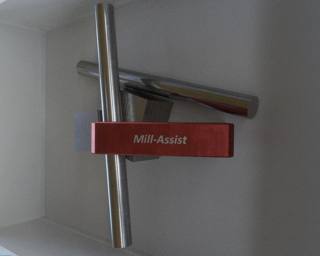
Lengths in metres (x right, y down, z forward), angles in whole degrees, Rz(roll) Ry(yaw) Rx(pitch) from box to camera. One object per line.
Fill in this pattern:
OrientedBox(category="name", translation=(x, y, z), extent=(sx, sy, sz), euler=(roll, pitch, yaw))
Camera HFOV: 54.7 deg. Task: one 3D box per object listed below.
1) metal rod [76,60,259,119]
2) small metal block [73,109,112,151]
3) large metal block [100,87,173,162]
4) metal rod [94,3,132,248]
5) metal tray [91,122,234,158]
OrientedBox(category="metal rod", translation=(-0.015, -0.060, 0.416), extent=(0.300, 0.025, 0.025), euler=(19, 102, 38))
OrientedBox(category="small metal block", translation=(-0.088, 0.004, 0.409), extent=(0.050, 0.025, 0.050), euler=(-8, 84, 39))
OrientedBox(category="large metal block", translation=(-0.038, -0.008, 0.418), extent=(0.080, 0.050, 0.079), euler=(23, 104, 37))
OrientedBox(category="metal rod", translation=(-0.059, -0.007, 0.386), extent=(0.025, 0.025, 0.298), euler=(-8, 85, 39))
OrientedBox(category="metal tray", translation=(0.006, 0.009, 0.321), extent=(0.131, 0.090, 0.030), euler=(1, 92, 8))
